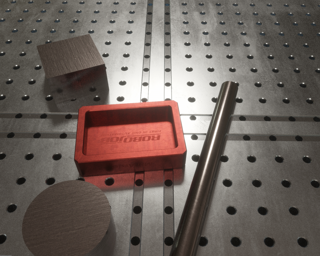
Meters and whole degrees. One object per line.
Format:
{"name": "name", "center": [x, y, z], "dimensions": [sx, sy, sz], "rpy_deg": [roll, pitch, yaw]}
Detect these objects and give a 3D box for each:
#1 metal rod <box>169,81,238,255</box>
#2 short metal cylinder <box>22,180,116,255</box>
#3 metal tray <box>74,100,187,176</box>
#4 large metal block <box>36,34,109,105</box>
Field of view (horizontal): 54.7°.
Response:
{"name": "metal rod", "center": [0.055, 0.049, 0.367], "dimensions": [0.025, 0.025, 0.300], "rpy_deg": [15, 51, 11]}
{"name": "short metal cylinder", "center": [-0.086, 0.099, 0.307], "dimensions": [0.081, 0.050, 0.080], "rpy_deg": [0, 50, 0]}
{"name": "metal tray", "center": [-0.037, 0.010, 0.395], "dimensions": [0.131, 0.030, 0.090], "rpy_deg": [-4, 50, -4]}
{"name": "large metal block", "center": [-0.130, -0.090, 0.465], "dimensions": [0.081, 0.050, 0.080], "rpy_deg": [-18, 53, -15]}
